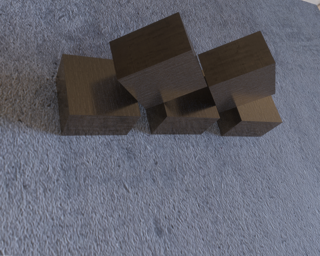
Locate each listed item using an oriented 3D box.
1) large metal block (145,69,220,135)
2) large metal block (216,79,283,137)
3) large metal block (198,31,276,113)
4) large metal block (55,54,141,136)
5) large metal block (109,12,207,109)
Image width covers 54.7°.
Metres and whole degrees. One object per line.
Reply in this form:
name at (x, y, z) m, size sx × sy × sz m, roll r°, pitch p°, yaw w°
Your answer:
large metal block at (0.025, -0.037, 0.427) m, size 0.081 × 0.050 × 0.080 m, roll 1°, pitch 62°, yaw -28°
large metal block at (0.130, -0.033, 0.482) m, size 0.081 × 0.050 × 0.080 m, roll 1°, pitch 61°, yaw -28°
large metal block at (0.103, -0.070, 0.409) m, size 0.080 × 0.080 × 0.050 m, roll -19°, pitch 64°, yaw 12°
large metal block at (-0.077, -0.037, 0.372) m, size 0.081 × 0.050 × 0.080 m, roll 0°, pitch 62°, yaw -29°
large metal block at (0.001, -0.071, 0.351) m, size 0.080 × 0.080 × 0.050 m, roll 45°, pitch 27°, yaw -63°
